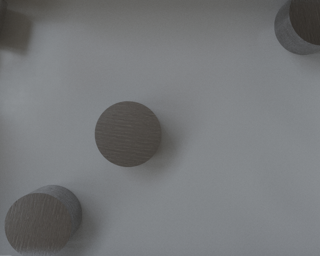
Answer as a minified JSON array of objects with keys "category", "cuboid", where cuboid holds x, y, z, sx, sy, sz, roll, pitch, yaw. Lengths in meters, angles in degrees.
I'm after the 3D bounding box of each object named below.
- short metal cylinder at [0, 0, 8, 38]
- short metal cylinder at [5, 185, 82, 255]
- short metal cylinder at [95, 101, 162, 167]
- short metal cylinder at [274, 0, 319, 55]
[{"category":"short metal cylinder","cuboid":[-0.237,-0.143,0.382,0.080,0.080,0.050,13,90,0]},{"category":"short metal cylinder","cuboid":[-0.147,0.118,0.398,0.081,0.050,0.080,0,90,0]},{"category":"short metal cylinder","cuboid":[-0.038,0.007,0.398,0.081,0.050,0.080,0,90,0]},{"category":"short metal cylinder","cuboid":[0.197,-0.140,0.400,0.081,0.050,0.080,0,90,0]}]
